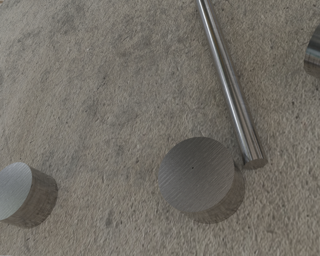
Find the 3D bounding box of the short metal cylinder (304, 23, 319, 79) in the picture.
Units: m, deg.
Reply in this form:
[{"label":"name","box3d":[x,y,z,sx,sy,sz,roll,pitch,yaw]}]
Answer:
[{"label":"short metal cylinder","box3d":[0.195,-0.082,0.316,0.080,0.080,0.050,-47,51,-4]}]

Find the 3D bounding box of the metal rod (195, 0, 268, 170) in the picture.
[{"label":"metal rod","box3d":[0.084,-0.084,0.411,0.025,0.025,0.299,-20,54,17]}]

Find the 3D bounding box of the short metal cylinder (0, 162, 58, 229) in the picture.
[{"label":"short metal cylinder","box3d":[-0.191,0.094,0.431,0.080,0.050,0.080,-13,56,21]}]

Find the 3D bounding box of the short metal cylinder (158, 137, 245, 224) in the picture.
[{"label":"short metal cylinder","box3d":[0.045,0.056,0.330,0.080,0.050,0.080,-13,56,21]}]
